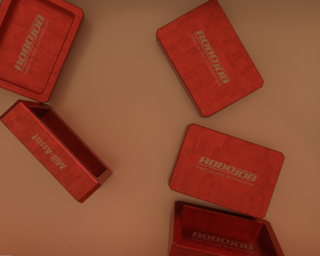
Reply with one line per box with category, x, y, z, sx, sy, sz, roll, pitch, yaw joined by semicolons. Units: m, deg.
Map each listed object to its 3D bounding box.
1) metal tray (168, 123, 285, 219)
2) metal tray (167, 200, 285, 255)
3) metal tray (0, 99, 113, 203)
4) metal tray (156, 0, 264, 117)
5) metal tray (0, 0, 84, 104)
metal tray;0.086;0.055;0.410;0.131;0.030;0.090;18;90;-1
metal tray;0.077;0.138;0.377;0.131;0.090;0.030;13;109;-1
metal tray;-0.119;0.025;0.377;0.030;0.090;0.130;-43;91;1
metal tray;0.064;-0.089;0.410;0.090;0.030;0.130;-30;90;-1
metal tray;-0.163;-0.107;0.393;0.091;0.030;0.129;23;91;-17
